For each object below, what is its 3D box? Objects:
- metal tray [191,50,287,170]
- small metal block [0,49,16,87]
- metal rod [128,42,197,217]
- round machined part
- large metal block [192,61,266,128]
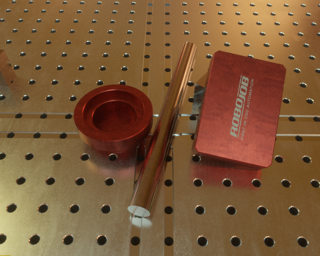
[{"bbox_3d":[0.097,-0.022,0.380,0.091,0.030,0.129,13,78,1],"label":"metal tray"},{"bbox_3d":[-0.255,-0.093,0.466,0.050,0.050,0.025,9,51,7],"label":"small metal block"},{"bbox_3d":[0.013,-0.022,0.426,0.025,0.025,0.300,11,51,9],"label":"metal rod"},{"bbox_3d":[-0.058,-0.009,0.403,0.099,0.042,0.098,0,50,0],"label":"round machined part"},{"bbox_3d":[0.103,-0.049,0.434,0.080,0.050,0.080,31,56,23],"label":"large metal block"}]
